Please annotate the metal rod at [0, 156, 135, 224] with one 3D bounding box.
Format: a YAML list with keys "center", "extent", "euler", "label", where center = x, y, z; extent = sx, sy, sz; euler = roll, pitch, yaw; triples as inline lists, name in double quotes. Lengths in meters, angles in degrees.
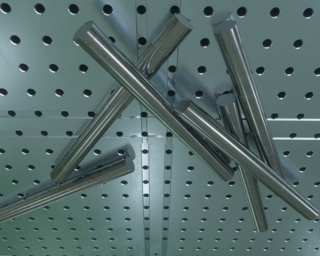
- center: [-0.175, 0.109, 0.502]
  extent: [0.300, 0.025, 0.025]
  euler: [-23, 127, 18]
  label: "metal rod"

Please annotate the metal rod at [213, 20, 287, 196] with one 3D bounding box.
- center: [0.131, -0.002, 0.410]
  extent: [0.025, 0.025, 0.300]
  euler: [-20, 128, 16]
  label: "metal rod"

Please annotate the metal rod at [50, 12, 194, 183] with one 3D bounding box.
- center: [-0.065, -0.019, 0.394]
  extent: [0.025, 0.025, 0.299]
  euler: [30, 124, -23]
  label: "metal rod"

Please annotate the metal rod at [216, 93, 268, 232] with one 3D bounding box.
- center: [0.133, 0.072, 0.473]
  extent: [0.025, 0.025, 0.299]
  euler: [-16, 129, 13]
  label: "metal rod"

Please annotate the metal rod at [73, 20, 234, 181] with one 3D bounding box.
- center: [0.015, -0.010, 0.379]
  extent: [0.025, 0.025, 0.300]
  euler: [-29, 132, 22]
  label: "metal rod"

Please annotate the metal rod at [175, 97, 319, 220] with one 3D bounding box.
- center: [0.133, 0.055, 0.424]
  extent: [0.301, 0.025, 0.025]
  euler: [37, 121, -27]
  label: "metal rod"
